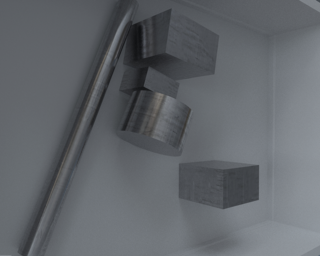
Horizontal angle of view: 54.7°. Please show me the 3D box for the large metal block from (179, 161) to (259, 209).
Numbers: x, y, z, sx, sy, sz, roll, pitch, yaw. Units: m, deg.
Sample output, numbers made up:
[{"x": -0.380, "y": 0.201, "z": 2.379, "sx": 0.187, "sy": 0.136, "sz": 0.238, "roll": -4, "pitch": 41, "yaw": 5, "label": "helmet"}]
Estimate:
[{"x": 0.084, "y": 0.077, "z": 0.444, "sx": 0.081, "sy": 0.080, "sz": 0.050, "roll": 0, "pitch": 90, "yaw": -40, "label": "large metal block"}]

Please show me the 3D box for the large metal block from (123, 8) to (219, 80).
[{"x": 0.013, "y": -0.097, "z": 0.384, "sx": 0.081, "sy": 0.080, "sz": 0.050, "roll": 13, "pitch": 82, "yaw": -40, "label": "large metal block"}]

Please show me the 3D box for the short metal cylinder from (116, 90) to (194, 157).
[{"x": -0.006, "y": -0.004, "z": 0.368, "sx": 0.080, "sy": 0.080, "sz": 0.050, "roll": 30, "pitch": 71, "yaw": -36, "label": "short metal cylinder"}]

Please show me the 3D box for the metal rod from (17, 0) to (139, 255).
[{"x": -0.082, "y": -0.015, "z": 0.339, "sx": 0.025, "sy": 0.025, "sz": 0.299, "roll": 29, "pitch": 72, "yaw": -37, "label": "metal rod"}]

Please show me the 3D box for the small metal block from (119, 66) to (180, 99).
[{"x": -0.013, "y": -0.051, "z": 0.381, "sx": 0.050, "sy": 0.050, "sz": 0.025, "roll": 22, "pitch": 76, "yaw": -38, "label": "small metal block"}]
